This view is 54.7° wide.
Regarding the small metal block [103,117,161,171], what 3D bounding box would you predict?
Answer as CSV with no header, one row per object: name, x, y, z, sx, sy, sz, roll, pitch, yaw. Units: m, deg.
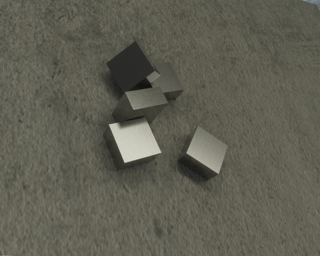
small metal block,-0.034,0.019,0.375,0.050,0.025,0.050,-12,68,-34

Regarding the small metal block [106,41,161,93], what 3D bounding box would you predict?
small metal block,-0.035,-0.079,0.415,0.050,0.050,0.025,59,13,13

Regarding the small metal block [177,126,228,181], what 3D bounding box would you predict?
small metal block,0.058,0.034,0.416,0.050,0.025,0.050,33,51,-7

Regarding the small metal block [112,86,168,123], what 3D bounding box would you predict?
small metal block,-0.026,-0.025,0.390,0.050,0.050,0.025,-14,70,-34

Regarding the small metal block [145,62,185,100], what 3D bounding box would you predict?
small metal block,-0.001,-0.066,0.445,0.050,0.025,0.050,-12,68,-34
